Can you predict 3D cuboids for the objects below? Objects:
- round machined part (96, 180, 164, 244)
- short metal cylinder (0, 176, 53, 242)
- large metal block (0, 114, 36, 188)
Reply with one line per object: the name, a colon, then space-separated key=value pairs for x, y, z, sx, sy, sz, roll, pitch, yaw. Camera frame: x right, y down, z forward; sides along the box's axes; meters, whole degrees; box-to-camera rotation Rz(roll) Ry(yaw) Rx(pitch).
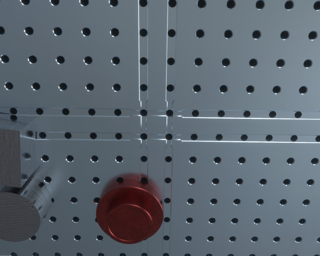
round machined part: x=-0.044 y=0.128 z=0.451 sx=0.099 sy=0.042 sz=0.097 roll=0 pitch=110 yaw=0
short metal cylinder: x=-0.201 y=0.112 z=0.440 sx=0.081 sy=0.050 sz=0.079 roll=0 pitch=110 yaw=0
large metal block: x=-0.214 y=0.027 z=0.408 sx=0.081 sy=0.050 sz=0.079 roll=7 pitch=110 yaw=-3
